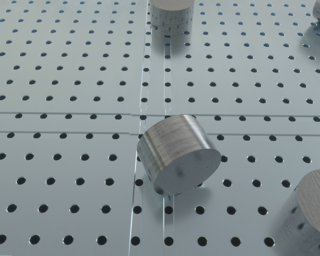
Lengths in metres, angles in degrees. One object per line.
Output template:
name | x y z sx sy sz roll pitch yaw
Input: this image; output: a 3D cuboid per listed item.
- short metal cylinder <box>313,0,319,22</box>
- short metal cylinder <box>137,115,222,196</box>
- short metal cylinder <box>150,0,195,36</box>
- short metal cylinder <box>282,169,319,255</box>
short metal cylinder | 0.330 -0.222 0.563 0.081 0.080 0.050 -21 53 -17
short metal cylinder | 0.021 0.031 0.346 0.081 0.080 0.050 -18 53 -15
short metal cylinder | 0.022 -0.215 0.572 0.081 0.050 0.080 0 50 0
short metal cylinder | 0.174 0.089 0.319 0.081 0.050 0.080 0 50 0
